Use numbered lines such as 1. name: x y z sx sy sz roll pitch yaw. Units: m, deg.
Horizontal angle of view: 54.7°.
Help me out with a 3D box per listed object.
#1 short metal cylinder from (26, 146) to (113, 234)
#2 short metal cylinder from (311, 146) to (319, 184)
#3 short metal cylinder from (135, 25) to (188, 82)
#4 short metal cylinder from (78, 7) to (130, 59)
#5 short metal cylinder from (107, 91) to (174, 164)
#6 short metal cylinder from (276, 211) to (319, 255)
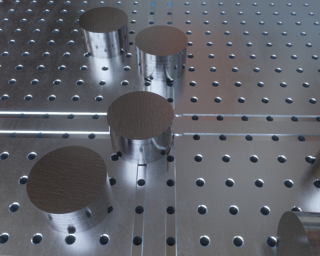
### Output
1. short metal cylinder: -0.094 0.066 0.335 0.081 0.050 0.080 0 50 0
2. short metal cylinder: 0.227 0.039 0.360 0.081 0.050 0.080 0 50 0
3. short metal cylinder: 0.002 -0.119 0.491 0.081 0.050 0.080 0 50 0
4. short metal cylinder: -0.093 -0.163 0.527 0.081 0.050 0.080 0 50 0
5. short metal cylinder: -0.024 -0.001 0.392 0.081 0.050 0.080 0 50 0
6. short metal cylinder: 0.143 0.116 0.275 0.050 0.080 0.080 2 50 2
